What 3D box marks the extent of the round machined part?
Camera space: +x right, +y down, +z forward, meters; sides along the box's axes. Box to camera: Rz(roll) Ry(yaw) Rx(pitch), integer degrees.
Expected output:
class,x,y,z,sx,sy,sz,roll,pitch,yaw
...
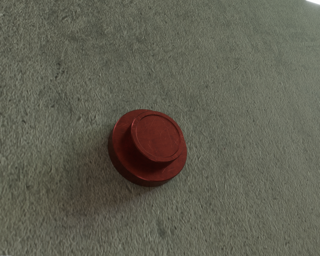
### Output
class,x,y,z,sx,sy,sz,roll,pitch,yaw
round machined part,-0.010,0.018,0.376,0.099,0.042,0.098,13,56,-21
